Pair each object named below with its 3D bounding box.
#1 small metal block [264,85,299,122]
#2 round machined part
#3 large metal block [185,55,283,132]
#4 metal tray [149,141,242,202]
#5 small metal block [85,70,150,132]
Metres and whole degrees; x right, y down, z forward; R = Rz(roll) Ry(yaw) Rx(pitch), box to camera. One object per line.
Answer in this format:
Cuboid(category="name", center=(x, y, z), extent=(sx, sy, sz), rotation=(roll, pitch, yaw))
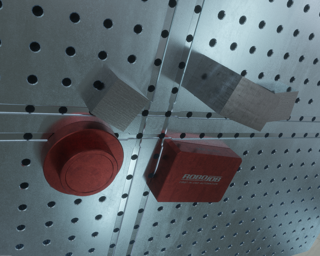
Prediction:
Cuboid(category="small metal block", center=(0.185, -0.039, 0.491), extent=(0.050, 0.025, 0.050), rotation=(-7, 122, -25))
Cuboid(category="round machined part", center=(-0.091, 0.044, 0.379), extent=(0.099, 0.042, 0.097), rotation=(-14, 125, -21))
Cuboid(category="large metal block", center=(0.093, -0.045, 0.401), extent=(0.081, 0.080, 0.050), rotation=(18, 109, -36))
Cuboid(category="metal tray", center=(0.057, 0.072, 0.486), extent=(0.131, 0.030, 0.089), rotation=(9, 114, -33))
Cuboid(category="small metal block", center=(-0.050, -0.031, 0.366), extent=(0.050, 0.025, 0.050), rotation=(34, 99, -39))
